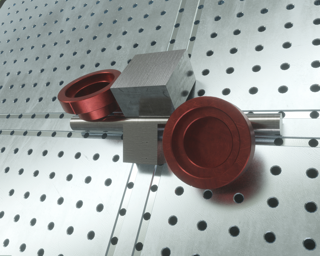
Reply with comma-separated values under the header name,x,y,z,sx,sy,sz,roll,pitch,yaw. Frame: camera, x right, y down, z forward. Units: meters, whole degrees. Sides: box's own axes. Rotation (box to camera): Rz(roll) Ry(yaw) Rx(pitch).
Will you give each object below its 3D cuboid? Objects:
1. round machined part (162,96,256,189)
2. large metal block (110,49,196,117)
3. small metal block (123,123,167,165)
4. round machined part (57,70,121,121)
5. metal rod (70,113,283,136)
name,x,y,z,sx,sy,sz,roll,pitch,yaw
round machined part,0.056,0.016,0.342,0.098,0.042,0.097,-2,86,28
large metal block,-0.006,-0.060,0.418,0.080,0.050,0.080,1,44,28
small metal block,-0.019,0.019,0.394,0.050,0.025,0.050,1,91,28
round machined part,-0.096,-0.046,0.460,0.098,0.042,0.098,-13,32,8
metal rod,0.001,-0.006,0.412,0.300,0.025,0.025,1,62,28
